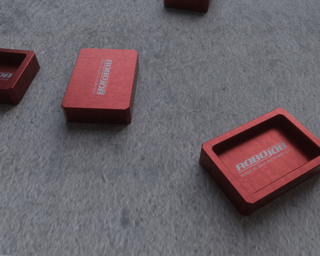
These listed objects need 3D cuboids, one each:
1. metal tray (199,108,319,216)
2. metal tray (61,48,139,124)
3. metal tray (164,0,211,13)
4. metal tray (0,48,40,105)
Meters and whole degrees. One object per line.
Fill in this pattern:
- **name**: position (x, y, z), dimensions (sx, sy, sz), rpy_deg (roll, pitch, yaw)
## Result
- **metal tray**: position (0.125, 0.035, 0.372), dimensions (0.131, 0.030, 0.090), rpy_deg (-23, 54, -19)
- **metal tray**: position (-0.082, -0.065, 0.454), dimensions (0.091, 0.030, 0.130), rpy_deg (2, 50, 1)
- **metal tray**: position (0.068, -0.293, 0.647), dimensions (0.090, 0.030, 0.130), rpy_deg (13, 51, 10)
- **metal tray**: position (-0.262, -0.082, 0.465), dimensions (0.131, 0.030, 0.090), rpy_deg (6, 50, 4)
